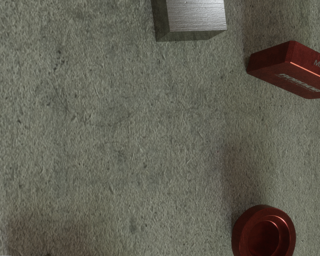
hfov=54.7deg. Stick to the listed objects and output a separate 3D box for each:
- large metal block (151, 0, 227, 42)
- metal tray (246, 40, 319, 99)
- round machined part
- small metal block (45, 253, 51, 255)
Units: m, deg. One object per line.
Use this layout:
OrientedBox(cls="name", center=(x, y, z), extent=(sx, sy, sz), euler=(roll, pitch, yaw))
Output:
OrientedBox(cls="large metal block", center=(0.036, -0.162, 0.410), extent=(0.081, 0.050, 0.079), euler=(-9, 93, -20))
OrientedBox(cls="metal tray", center=(0.206, -0.079, 0.452), extent=(0.131, 0.090, 0.030), euler=(18, 84, -20))
OrientedBox(cls="round machined part", center=(0.147, 0.161, 0.456), extent=(0.099, 0.042, 0.097), euler=(0, 90, -21))
OrientedBox(cls="small metal block", center=(-0.140, 0.184, 0.358), extent=(0.050, 0.025, 0.050), euler=(-28, 100, -18))
